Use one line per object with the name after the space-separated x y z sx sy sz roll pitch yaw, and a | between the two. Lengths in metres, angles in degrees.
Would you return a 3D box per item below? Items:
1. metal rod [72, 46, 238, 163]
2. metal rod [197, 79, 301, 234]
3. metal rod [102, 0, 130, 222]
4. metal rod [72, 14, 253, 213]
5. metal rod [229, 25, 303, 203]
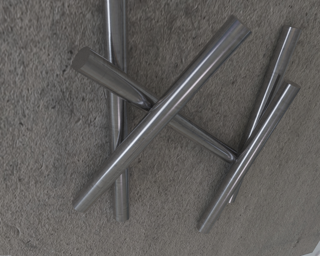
0.020 -0.010 0.390 0.025 0.025 0.301 -51 135 8 | metal rod
0.129 0.061 0.490 0.025 0.025 0.298 4 123 -31 | metal rod
-0.050 0.001 0.379 0.025 0.025 0.298 -12 123 -22 | metal rod
-0.016 0.004 0.347 0.025 0.025 0.299 21 124 -36 | metal rod
0.151 -0.006 0.484 0.025 0.025 0.298 -2 119 -28 | metal rod
